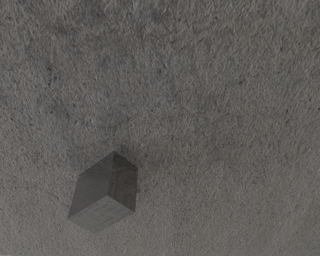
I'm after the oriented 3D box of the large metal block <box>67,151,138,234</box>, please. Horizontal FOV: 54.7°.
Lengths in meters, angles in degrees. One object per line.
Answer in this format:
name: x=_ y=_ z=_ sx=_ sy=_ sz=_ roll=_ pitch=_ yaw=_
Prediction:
large metal block: x=-0.080 y=0.093 z=0.450 sx=0.080 sy=0.080 sz=0.050 roll=-34 pitch=123 yaw=25
